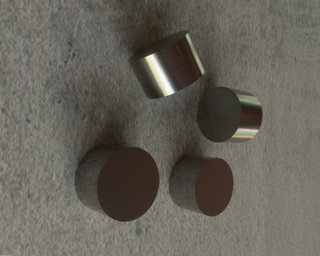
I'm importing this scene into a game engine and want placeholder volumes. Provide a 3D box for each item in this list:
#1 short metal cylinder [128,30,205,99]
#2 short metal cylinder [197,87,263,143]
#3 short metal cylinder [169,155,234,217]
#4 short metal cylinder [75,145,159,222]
[{"bbox_3d":[0.008,-0.078,0.377,0.080,0.080,0.050,-42,116,-32],"label":"short metal cylinder"},{"bbox_3d":[0.102,-0.018,0.457,0.050,0.080,0.079,3,88,-40],"label":"short metal cylinder"},{"bbox_3d":[0.059,0.080,0.441,0.081,0.050,0.079,0,90,-40],"label":"short metal cylinder"},{"bbox_3d":[-0.048,0.060,0.350,0.081,0.050,0.079,0,90,-40],"label":"short metal cylinder"}]
